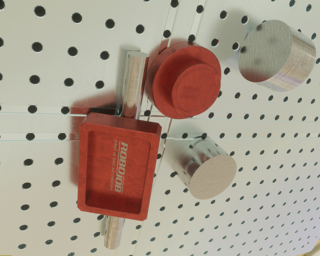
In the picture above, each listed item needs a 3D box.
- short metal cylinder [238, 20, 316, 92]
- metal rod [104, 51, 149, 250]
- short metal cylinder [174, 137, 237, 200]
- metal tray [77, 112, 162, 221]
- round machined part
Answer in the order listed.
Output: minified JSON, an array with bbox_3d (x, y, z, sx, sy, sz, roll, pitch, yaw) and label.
[{"bbox_3d":[0.149,-0.091,0.400,0.050,0.080,0.079,12,112,-34],"label":"short metal cylinder"},{"bbox_3d":[-0.049,0.048,0.413,0.025,0.025,0.298,-4,120,-27],"label":"metal rod"},{"bbox_3d":[0.068,0.061,0.470,0.081,0.050,0.079,-14,124,-21],"label":"short metal cylinder"},{"bbox_3d":[-0.052,0.051,0.382,0.091,0.030,0.129,9,117,0],"label":"metal tray"},{"bbox_3d":[0.036,-0.053,0.386,0.099,0.042,0.097,-14,124,-21],"label":"round machined part"}]
